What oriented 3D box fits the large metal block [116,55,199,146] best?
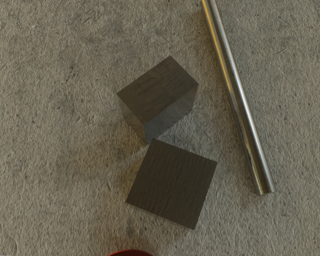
[{"bbox_3d":[-0.003,-0.031,0.390,0.080,0.080,0.050,-38,75,-13],"label":"large metal block"}]

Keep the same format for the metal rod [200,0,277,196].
[{"bbox_3d":[0.102,-0.057,0.429,0.025,0.025,0.299,-10,70,-4],"label":"metal rod"}]

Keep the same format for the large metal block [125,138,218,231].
[{"bbox_3d":[0.014,0.069,0.370,0.080,0.050,0.080,20,71,7],"label":"large metal block"}]

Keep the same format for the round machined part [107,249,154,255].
[{"bbox_3d":[-0.034,0.183,0.332,0.099,0.042,0.098,0,70,0],"label":"round machined part"}]
